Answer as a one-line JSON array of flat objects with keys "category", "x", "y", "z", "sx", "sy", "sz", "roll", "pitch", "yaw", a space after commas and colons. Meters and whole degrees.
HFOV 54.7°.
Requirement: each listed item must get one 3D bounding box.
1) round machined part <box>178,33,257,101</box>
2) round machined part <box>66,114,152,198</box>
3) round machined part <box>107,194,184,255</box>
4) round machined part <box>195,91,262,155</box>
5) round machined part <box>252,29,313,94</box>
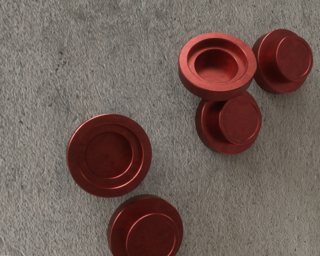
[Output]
[{"category": "round machined part", "x": 0.073, "y": -0.076, "z": 0.411, "sx": 0.099, "sy": 0.042, "sz": 0.098, "roll": 0, "pitch": 62, "yaw": 1}, {"category": "round machined part", "x": -0.063, "y": 0.032, "z": 0.377, "sx": 0.099, "sy": 0.042, "sz": 0.097, "roll": 0, "pitch": 90, "yaw": -20}, {"category": "round machined part", "x": -0.015, "y": 0.137, "z": 0.395, "sx": 0.099, "sy": 0.042, "sz": 0.097, "roll": 0, "pitch": 90, "yaw": -20}, {"category": "round machined part", "x": 0.103, "y": -0.011, "z": 0.438, "sx": 0.099, "sy": 0.042, "sz": 0.097, "roll": 0, "pitch": 90, "yaw": -20}, {"category": "round machined part", "x": 0.190, "y": -0.102, "z": 0.470, "sx": 0.099, "sy": 0.042, "sz": 0.097, "roll": 0, "pitch": 90, "yaw": -20}]
